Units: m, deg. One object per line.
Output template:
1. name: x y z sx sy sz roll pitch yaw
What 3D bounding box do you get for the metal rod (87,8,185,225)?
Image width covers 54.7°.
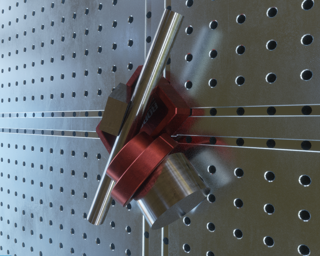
1. metal rod: -0.038 -0.001 0.399 0.025 0.025 0.298 35 111 34

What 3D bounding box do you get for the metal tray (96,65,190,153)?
1. metal tray: -0.029 -0.009 0.427 0.129 0.030 0.090 -50 61 28

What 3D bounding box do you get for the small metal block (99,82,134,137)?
1. small metal block: -0.054 -0.025 0.407 0.025 0.050 0.050 22 119 -1

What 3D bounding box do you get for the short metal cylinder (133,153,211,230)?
1. short metal cylinder: 0.011 0.074 0.361 0.080 0.081 0.050 -51 61 28

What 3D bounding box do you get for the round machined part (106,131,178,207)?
1. round machined part: -0.025 0.042 0.367 0.042 0.098 0.097 41 116 8
